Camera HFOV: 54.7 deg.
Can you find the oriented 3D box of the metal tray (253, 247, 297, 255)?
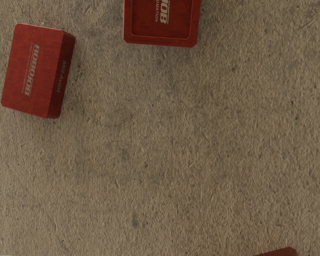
[{"bbox_3d":[0.112,0.205,0.367,0.130,0.030,0.090,-23,82,18],"label":"metal tray"}]

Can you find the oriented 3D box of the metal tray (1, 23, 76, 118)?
[{"bbox_3d":[-0.187,-0.087,0.472,0.090,0.030,0.129,15,95,19],"label":"metal tray"}]

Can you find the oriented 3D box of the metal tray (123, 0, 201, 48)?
[{"bbox_3d":[0.004,-0.167,0.373,0.091,0.030,0.129,4,108,2],"label":"metal tray"}]

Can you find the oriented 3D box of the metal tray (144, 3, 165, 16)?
[{"bbox_3d":[0.004,-0.226,0.404,0.130,0.030,0.090,-44,77,14],"label":"metal tray"}]
